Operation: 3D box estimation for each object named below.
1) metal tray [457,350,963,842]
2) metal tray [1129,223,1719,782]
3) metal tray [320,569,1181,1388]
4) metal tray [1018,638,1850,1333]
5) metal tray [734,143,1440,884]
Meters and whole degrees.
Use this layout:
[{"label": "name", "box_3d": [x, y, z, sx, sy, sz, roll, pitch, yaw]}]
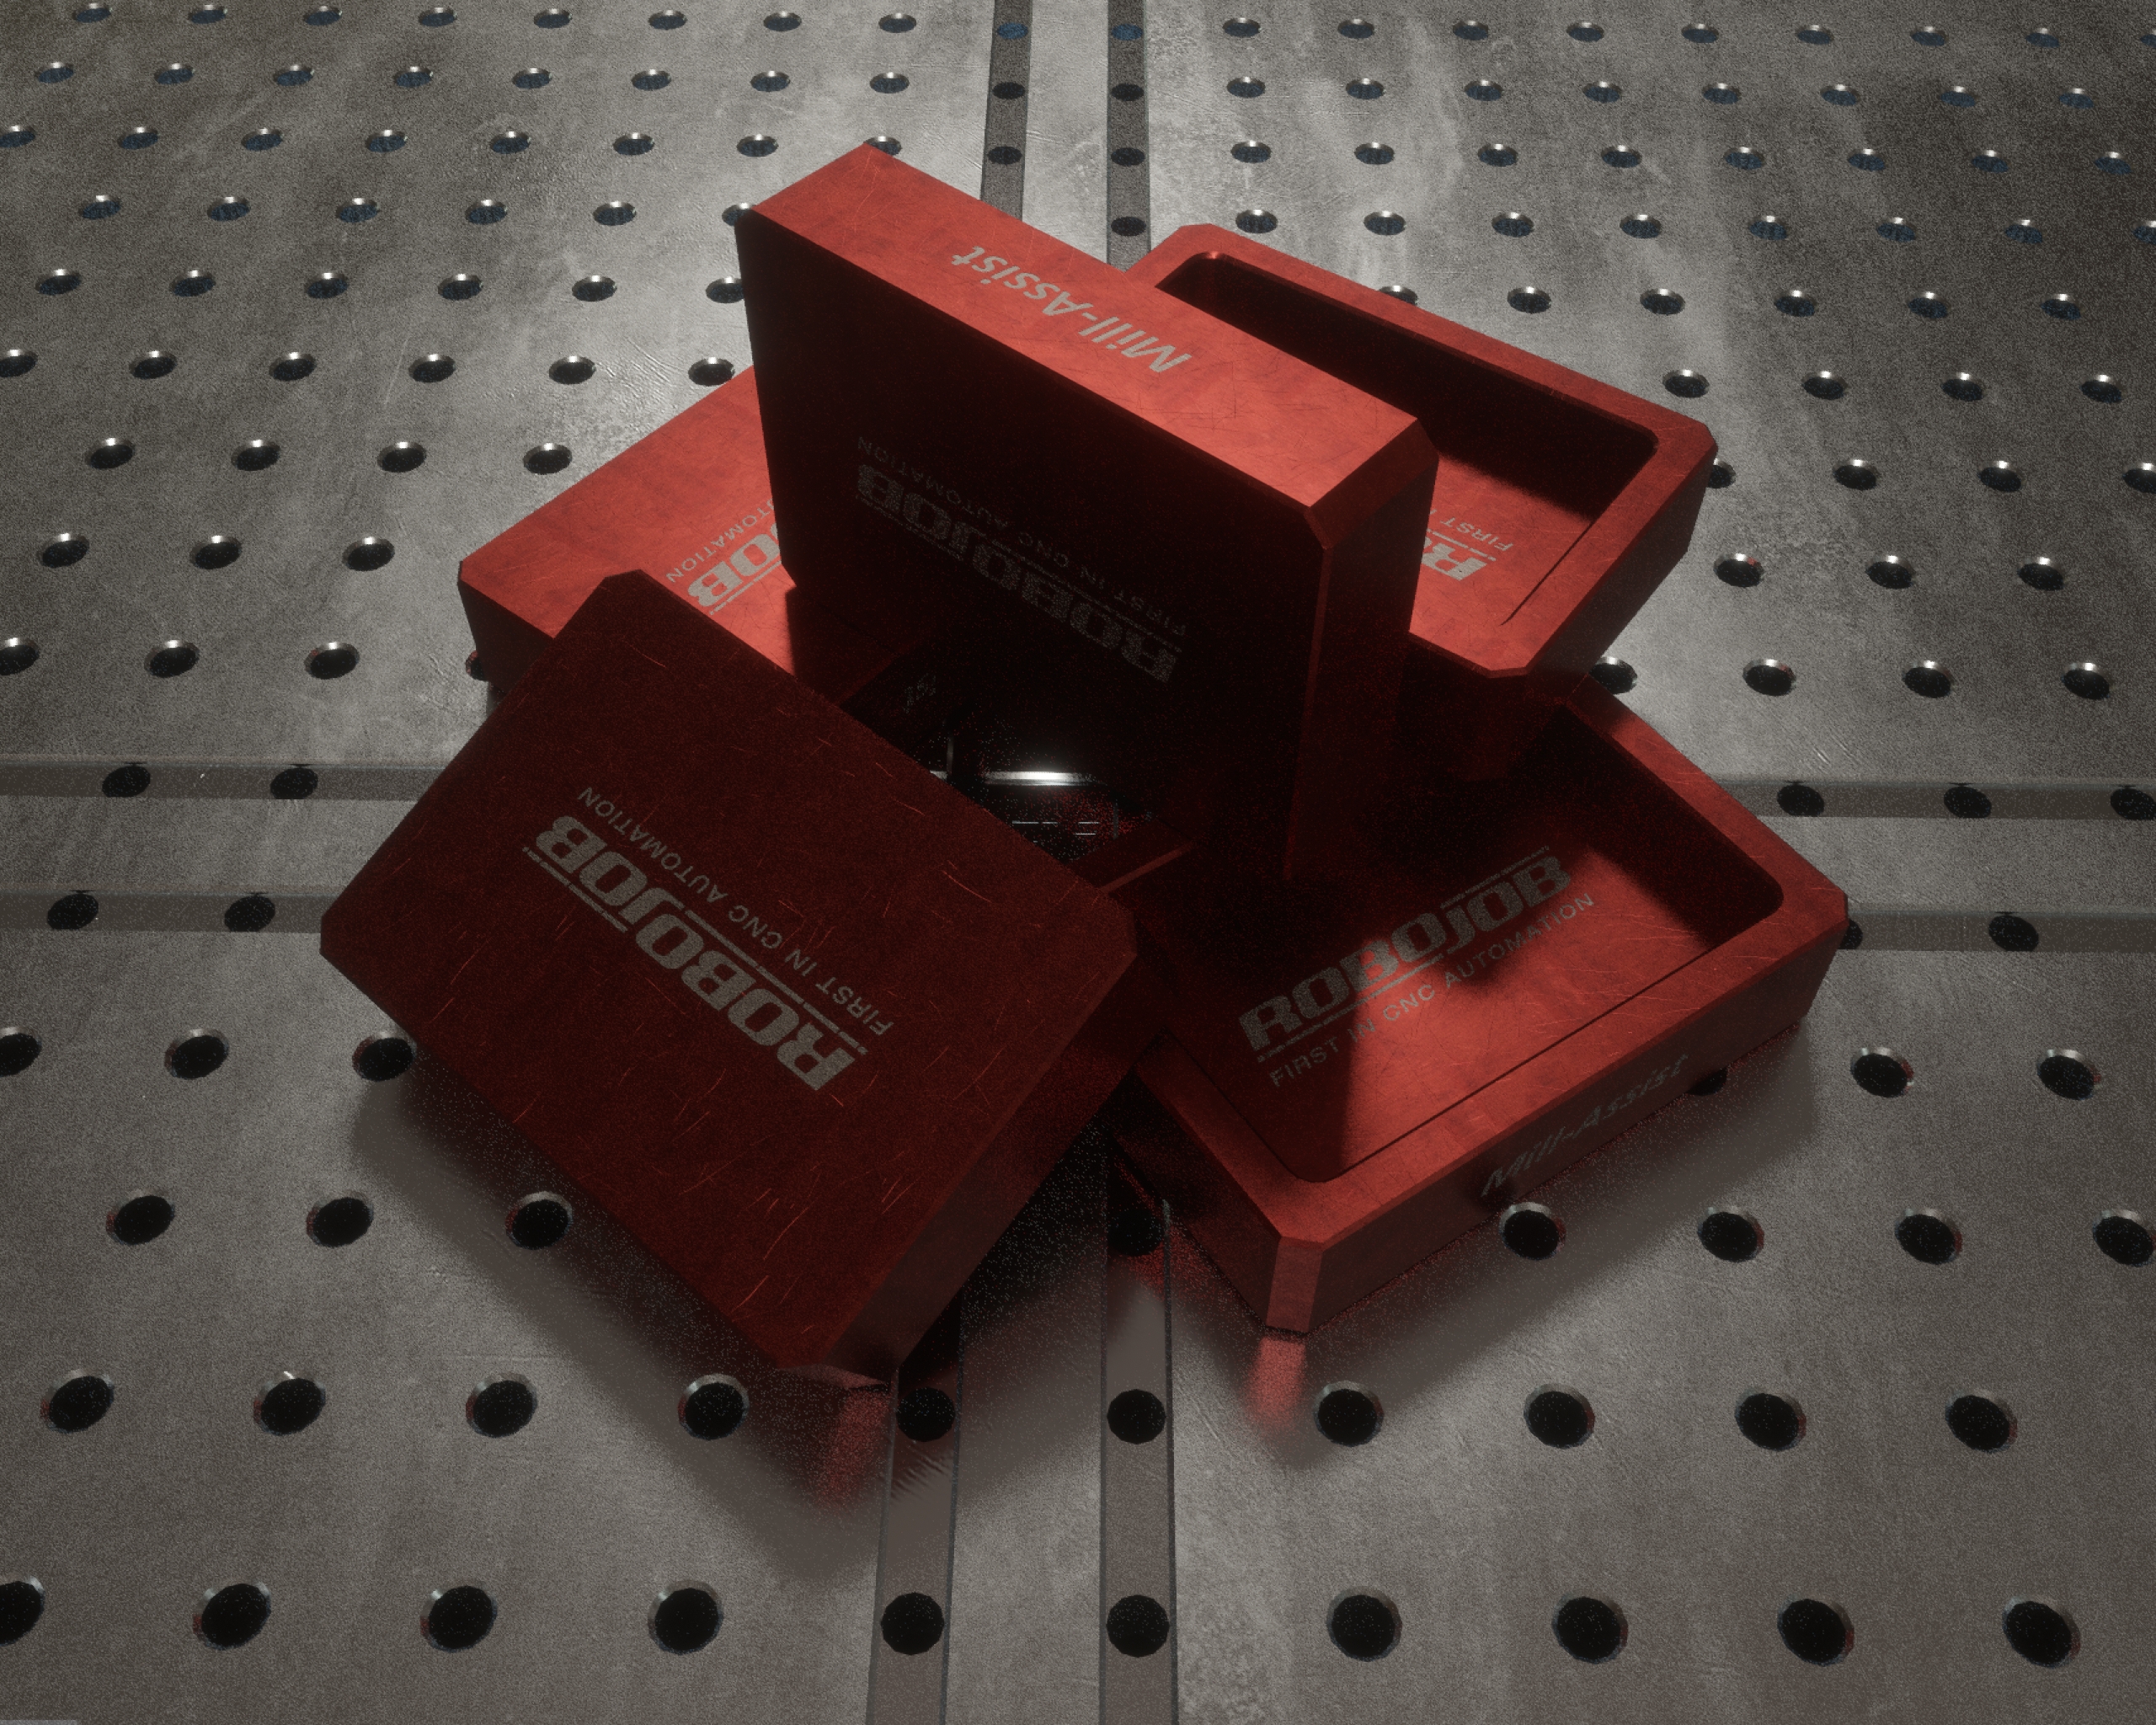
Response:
[{"label": "metal tray", "box_3d": [-0.056, -0.068, 0.460, 0.090, 0.030, 0.131, 32, 56, 23]}, {"label": "metal tray", "box_3d": [0.052, -0.079, 0.432, 0.130, 0.030, 0.090, 29, 56, 22]}, {"label": "metal tray", "box_3d": [-0.059, 0.017, 0.365, 0.130, 0.030, 0.090, 35, 83, 25]}, {"label": "metal tray", "box_3d": [0.064, 0.017, 0.389, 0.131, 0.030, 0.090, -27, 55, -21]}, {"label": "metal tray", "box_3d": [-0.002, -0.063, 0.378, 0.130, 0.089, 0.030, 33, 58, 24]}]
